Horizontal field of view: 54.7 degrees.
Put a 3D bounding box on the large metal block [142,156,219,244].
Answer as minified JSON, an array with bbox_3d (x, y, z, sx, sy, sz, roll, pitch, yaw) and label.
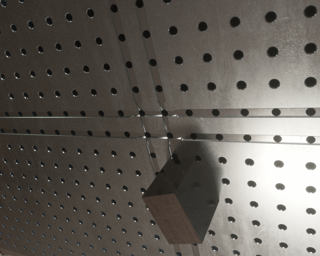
[{"bbox_3d":[0.031,0.097,0.418,0.050,0.080,0.080,-16,110,34],"label":"large metal block"}]
